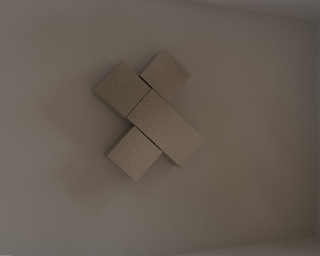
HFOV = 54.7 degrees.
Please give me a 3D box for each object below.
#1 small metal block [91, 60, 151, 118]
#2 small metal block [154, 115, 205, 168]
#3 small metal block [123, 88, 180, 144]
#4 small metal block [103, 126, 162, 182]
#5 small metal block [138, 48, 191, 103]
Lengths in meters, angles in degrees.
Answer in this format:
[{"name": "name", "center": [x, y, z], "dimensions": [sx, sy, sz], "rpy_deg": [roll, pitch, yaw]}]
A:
[{"name": "small metal block", "center": [-0.049, -0.048, 0.390], "dimensions": [0.050, 0.025, 0.050], "rpy_deg": [43, 76, -15]}, {"name": "small metal block", "center": [0.023, 0.018, 0.416], "dimensions": [0.050, 0.025, 0.050], "rpy_deg": [43, 76, -15]}, {"name": "small metal block", "center": [-0.012, -0.015, 0.403], "dimensions": [0.050, 0.025, 0.050], "rpy_deg": [43, 76, -15]}, {"name": "small metal block", "center": [-0.035, 0.032, 0.396], "dimensions": [0.050, 0.025, 0.050], "rpy_deg": [45, 77, -15]}, {"name": "small metal block", "center": [0.004, -0.067, 0.409], "dimensions": [0.050, 0.025, 0.050], "rpy_deg": [43, 75, -15]}]
